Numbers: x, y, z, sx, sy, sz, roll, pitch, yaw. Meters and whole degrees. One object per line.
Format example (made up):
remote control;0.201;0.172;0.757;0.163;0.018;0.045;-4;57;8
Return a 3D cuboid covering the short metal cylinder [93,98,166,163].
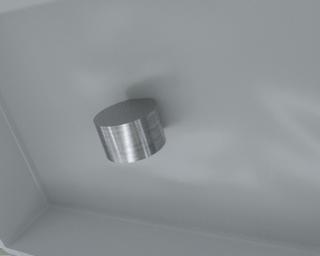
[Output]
short metal cylinder;-0.037;0.001;0.392;0.080;0.080;0.050;-1;118;28
